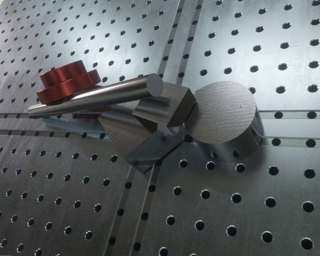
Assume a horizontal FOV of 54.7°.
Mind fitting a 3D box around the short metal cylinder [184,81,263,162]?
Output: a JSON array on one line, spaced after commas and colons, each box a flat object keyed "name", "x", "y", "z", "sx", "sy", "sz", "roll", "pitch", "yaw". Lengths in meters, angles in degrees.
[{"name": "short metal cylinder", "x": 0.074, "y": -0.007, "z": 0.357, "sx": 0.080, "sy": 0.050, "sz": 0.080, "roll": -13, "pitch": 56, "yaw": 20}]

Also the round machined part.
[{"name": "round machined part", "x": -0.146, "y": -0.075, "z": 0.483, "sx": 0.098, "sy": 0.042, "sz": 0.098, "roll": -19, "pitch": 15, "yaw": 6}]

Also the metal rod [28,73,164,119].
[{"name": "metal rod", "x": -0.111, "y": -0.036, "z": 0.431, "sx": 0.300, "sy": 0.025, "sz": 0.025, "roll": -5, "pitch": 58, "yaw": 45}]

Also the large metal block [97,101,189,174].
[{"name": "large metal block", "x": -0.021, "y": -0.003, "z": 0.401, "sx": 0.080, "sy": 0.050, "sz": 0.080, "roll": -39, "pitch": 51, "yaw": 1}]

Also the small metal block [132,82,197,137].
[{"name": "small metal block", "x": 0.005, "y": -0.024, "z": 0.352, "sx": 0.050, "sy": 0.025, "sz": 0.050, "roll": 20, "pitch": 72, "yaw": 35}]
